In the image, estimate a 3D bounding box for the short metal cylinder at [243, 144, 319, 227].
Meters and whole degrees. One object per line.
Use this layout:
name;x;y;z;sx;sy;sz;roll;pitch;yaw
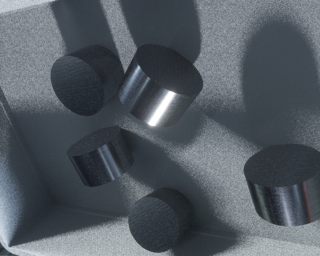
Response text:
short metal cylinder;0.138;0.060;0.337;0.080;0.080;0.050;-8;114;32

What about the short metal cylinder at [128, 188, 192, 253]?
short metal cylinder;0.001;0.134;0.456;0.080;0.050;0.079;2;95;26

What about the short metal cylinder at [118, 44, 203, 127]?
short metal cylinder;0.000;-0.047;0.344;0.080;0.080;0.050;37;129;3

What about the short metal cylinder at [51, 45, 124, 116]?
short metal cylinder;-0.093;-0.062;0.403;0.080;0.050;0.079;13;124;21

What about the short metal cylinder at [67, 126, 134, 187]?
short metal cylinder;-0.084;0.039;0.442;0.080;0.080;0.050;-9;114;32
